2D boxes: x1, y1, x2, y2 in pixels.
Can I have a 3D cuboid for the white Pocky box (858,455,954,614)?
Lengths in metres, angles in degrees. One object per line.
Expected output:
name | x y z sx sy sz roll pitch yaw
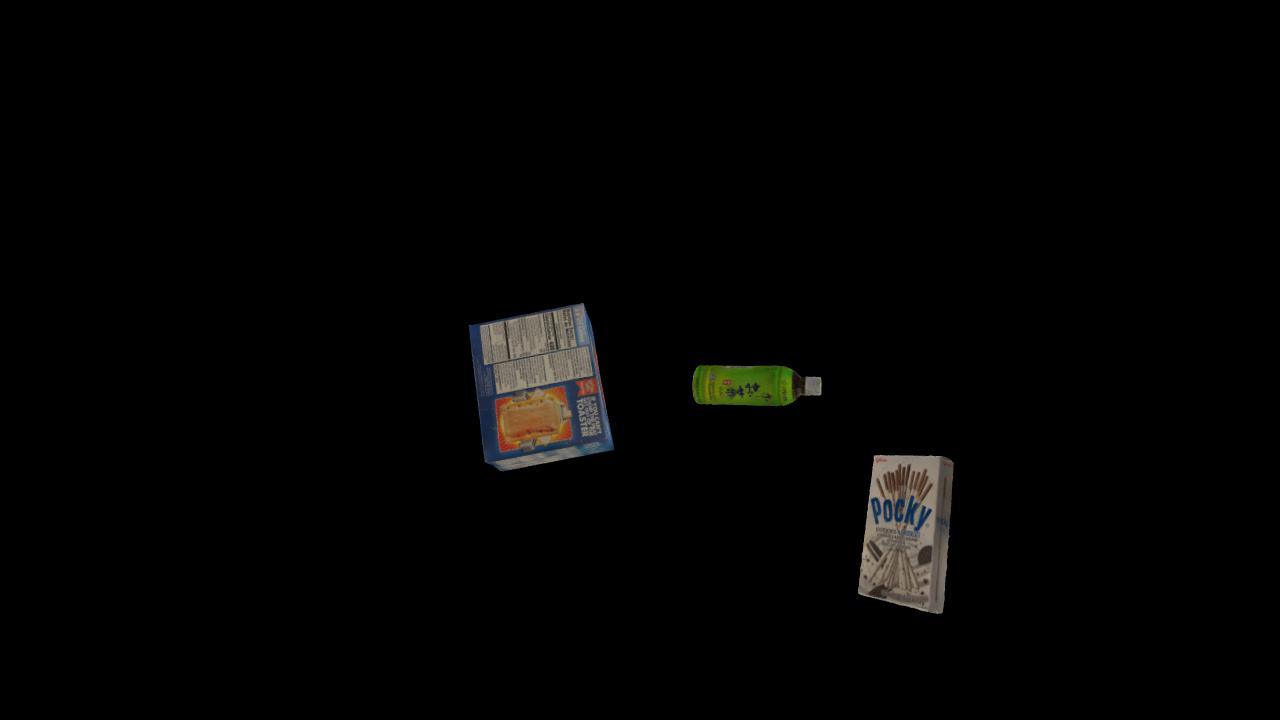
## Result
white Pocky box | 0.280 0.178 0.648 0.028 0.154 0.084 22 -18 -29

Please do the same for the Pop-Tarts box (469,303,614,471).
Pop-Tarts box | -0.117 0.035 0.736 0.141 0.167 0.083 -11 -16 0

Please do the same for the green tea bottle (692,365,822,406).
green tea bottle | 0.198 0.042 1.043 0.212 0.073 0.073 -2 -1 22
